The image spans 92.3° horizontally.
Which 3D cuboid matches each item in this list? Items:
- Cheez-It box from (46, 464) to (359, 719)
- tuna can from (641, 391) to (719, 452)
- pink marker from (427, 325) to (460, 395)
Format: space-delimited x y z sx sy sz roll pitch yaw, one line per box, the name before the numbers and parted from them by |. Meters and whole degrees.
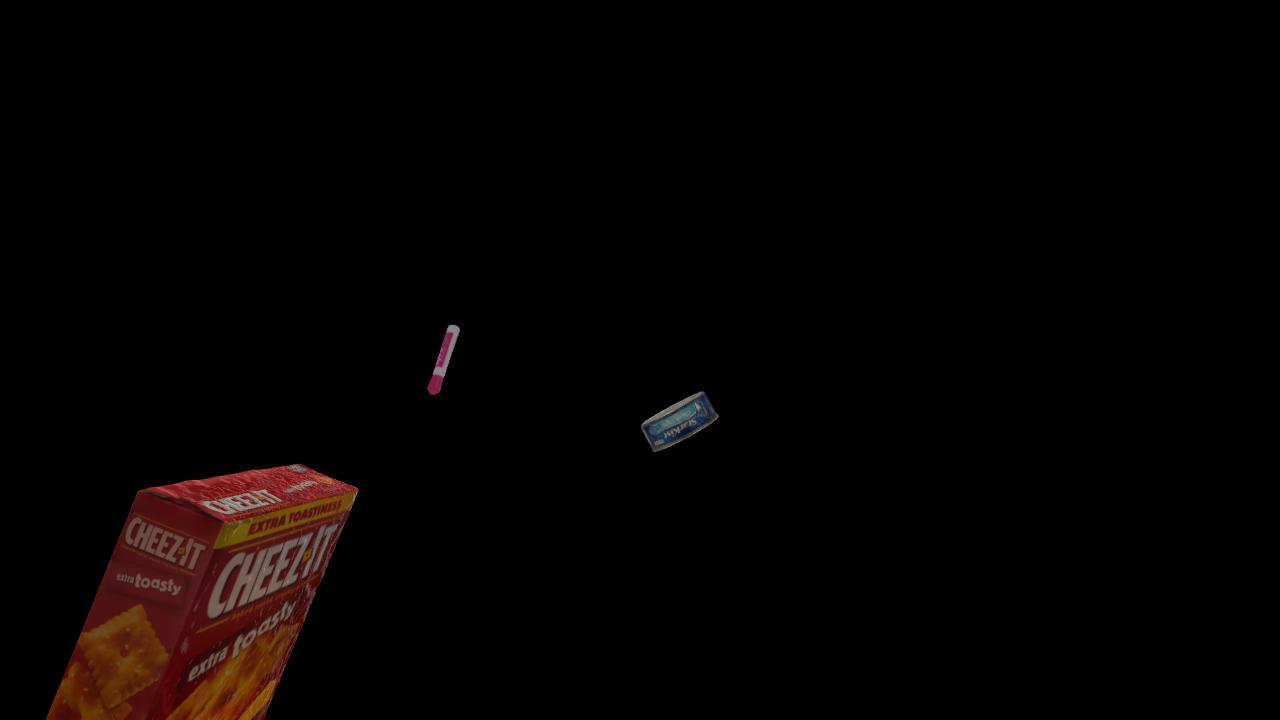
Cheez-It box | -0.317 0.197 0.455 0.071 0.223 0.166 20 -3 3
tuna can | 0.044 0.068 0.688 0.084 0.034 0.084 -28 -1 -1
pink marker | -0.296 -0.001 0.927 0.020 0.121 0.020 4 -35 3
